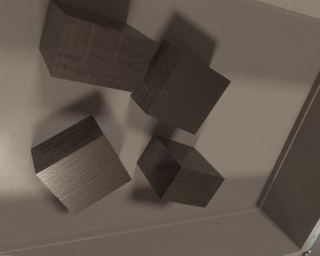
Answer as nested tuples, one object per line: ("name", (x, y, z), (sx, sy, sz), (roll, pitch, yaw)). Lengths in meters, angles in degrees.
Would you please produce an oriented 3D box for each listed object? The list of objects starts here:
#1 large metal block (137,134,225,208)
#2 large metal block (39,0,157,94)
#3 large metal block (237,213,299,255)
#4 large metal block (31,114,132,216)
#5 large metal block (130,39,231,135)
("large metal block", (0.027, 0.059, 0.426), (0.080, 0.080, 0.050), (20, 108, -36))
("large metal block", (-0.062, -0.077, 0.292), (0.081, 0.080, 0.050), (8, 115, -32))
("large metal block", (0.222, 0.233, 0.645), (0.081, 0.080, 0.050), (-9, 122, -24))
("large metal block", (-0.092, 0.044, 0.371), (0.080, 0.050, 0.080), (-31, 129, -9))
("large metal block", (0.025, -0.048, 0.378), (0.080, 0.050, 0.080), (23, 106, -37))
